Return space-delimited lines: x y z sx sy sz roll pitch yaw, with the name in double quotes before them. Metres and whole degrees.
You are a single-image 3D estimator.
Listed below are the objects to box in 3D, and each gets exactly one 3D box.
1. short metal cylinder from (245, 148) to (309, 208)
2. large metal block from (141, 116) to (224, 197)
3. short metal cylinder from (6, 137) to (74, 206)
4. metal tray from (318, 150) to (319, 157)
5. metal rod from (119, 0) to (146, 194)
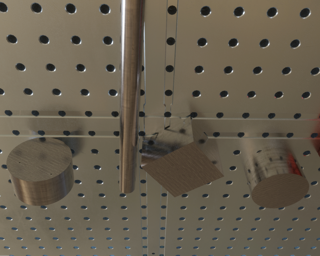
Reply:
"short metal cylinder" 0.172 0.075 0.462 0.081 0.050 0.079 0 130 0
"large metal block" 0.031 0.042 0.432 0.080 0.050 0.080 -28 125 21
"short metal cylinder" -0.160 0.058 0.423 0.081 0.080 0.050 5 130 -5
"metal tray" 0.280 0.001 0.413 0.091 0.030 0.129 -1 130 0
"metal rod" -0.039 -0.019 0.394 0.025 0.025 0.298 4 130 -4
